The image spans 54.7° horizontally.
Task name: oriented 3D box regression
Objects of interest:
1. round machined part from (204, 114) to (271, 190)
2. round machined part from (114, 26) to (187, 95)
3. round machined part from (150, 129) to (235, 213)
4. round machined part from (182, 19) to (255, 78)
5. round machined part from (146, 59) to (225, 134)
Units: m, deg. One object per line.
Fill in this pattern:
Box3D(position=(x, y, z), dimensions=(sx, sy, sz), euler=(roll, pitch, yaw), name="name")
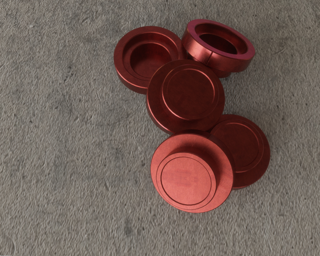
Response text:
Box3D(position=(0.091, 0.027, 0.391), dimensions=(0.099, 0.042, 0.098), euler=(0, 70, -1), name="round machined part")
Box3D(position=(-0.013, -0.089, 0.433), dimensions=(0.099, 0.042, 0.098), euler=(0, 70, -1), name="round machined part")
Box3D(position=(0.034, 0.053, 0.354), dimensions=(0.098, 0.042, 0.097), euler=(5, 105, 18), name="round machined part")
Box3D(position=(0.076, -0.105, 0.425), dimensions=(0.099, 0.042, 0.098), euler=(13, 42, -12), name="round machined part")
Box3D(position=(0.033, -0.039, 0.380), dimensions=(0.099, 0.042, 0.097), euler=(1, 80, -8), name="round machined part")
